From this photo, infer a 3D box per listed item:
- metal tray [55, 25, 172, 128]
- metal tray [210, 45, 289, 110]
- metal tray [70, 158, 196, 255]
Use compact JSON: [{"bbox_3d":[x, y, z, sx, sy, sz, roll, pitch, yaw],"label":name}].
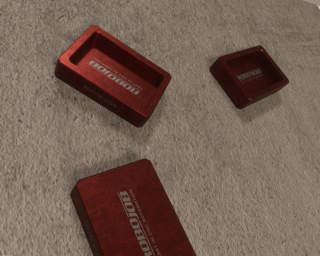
[{"bbox_3d":[-0.058,-0.070,0.413,0.130,0.030,0.090,32,51,-8],"label":"metal tray"},{"bbox_3d":[0.160,-0.093,0.545,0.131,0.030,0.090,-23,75,-37],"label":"metal tray"},{"bbox_3d":[-0.027,0.105,0.323,0.091,0.030,0.130,-15,70,-34],"label":"metal tray"}]
